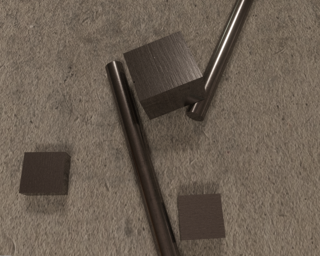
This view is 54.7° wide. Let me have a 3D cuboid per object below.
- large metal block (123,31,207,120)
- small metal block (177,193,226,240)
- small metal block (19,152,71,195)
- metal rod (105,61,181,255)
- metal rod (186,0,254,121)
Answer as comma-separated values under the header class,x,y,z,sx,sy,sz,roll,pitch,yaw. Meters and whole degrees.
class,x,y,z,sx,sy,sz,roll,pitch,yaw
large metal block,0.007,-0.068,0.406,0.080,0.050,0.080,-21,61,3
small metal block,0.048,0.106,0.370,0.050,0.025,0.050,-3,70,-2
small metal block,-0.142,0.057,0.385,0.050,0.025,0.050,-1,70,-1
metal rod,-0.022,0.047,0.390,0.025,0.025,0.299,-16,71,-6
metal rod,0.107,-0.144,0.461,0.025,0.025,0.300,23,71,7
